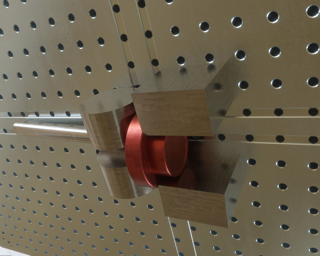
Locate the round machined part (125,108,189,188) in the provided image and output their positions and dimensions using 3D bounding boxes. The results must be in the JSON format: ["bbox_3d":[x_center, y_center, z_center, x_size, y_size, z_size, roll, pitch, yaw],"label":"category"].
[{"bbox_3d":[0.002,0.024,0.377,0.042,0.098,0.097,1,119,28],"label":"round machined part"}]

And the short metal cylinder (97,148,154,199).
[{"bbox_3d":[-0.041,0.052,0.429,0.080,0.080,0.050,2,120,27],"label":"short metal cylinder"}]

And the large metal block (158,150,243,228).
[{"bbox_3d":[0.055,0.072,0.392,0.080,0.080,0.050,3,120,27],"label":"large metal block"}]

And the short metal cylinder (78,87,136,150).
[{"bbox_3d":[-0.057,-0.014,0.397,0.080,0.080,0.050,1,119,28],"label":"short metal cylinder"}]

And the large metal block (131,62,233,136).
[{"bbox_3d":[0.028,-0.033,0.342,0.080,0.080,0.050,0,118,28],"label":"large metal block"}]

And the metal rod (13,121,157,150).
[{"bbox_3d":[-0.115,0.010,0.463,0.300,0.025,0.025,4,121,30],"label":"metal rod"}]
